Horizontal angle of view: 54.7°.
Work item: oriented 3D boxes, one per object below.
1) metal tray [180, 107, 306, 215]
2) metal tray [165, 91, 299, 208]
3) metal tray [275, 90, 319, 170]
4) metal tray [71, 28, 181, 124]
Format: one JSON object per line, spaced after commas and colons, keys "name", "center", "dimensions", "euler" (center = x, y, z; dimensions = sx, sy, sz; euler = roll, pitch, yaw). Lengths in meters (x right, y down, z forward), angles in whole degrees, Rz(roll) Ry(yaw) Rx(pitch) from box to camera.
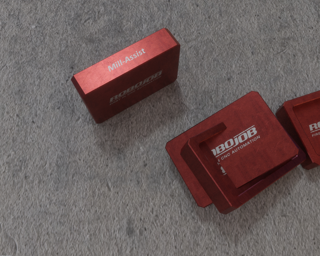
{"name": "metal tray", "center": [0.102, 0.032, 0.374], "dimensions": [0.131, 0.030, 0.090], "euler": [-25, 71, -27]}
{"name": "metal tray", "center": [0.084, 0.027, 0.377], "dimensions": [0.130, 0.030, 0.090], "euler": [-32, 73, 7]}
{"name": "metal tray", "center": [0.234, -0.008, 0.409], "dimensions": [0.131, 0.030, 0.090], "euler": [-18, 71, -7]}
{"name": "metal tray", "center": [-0.038, -0.063, 0.396], "dimensions": [0.131, 0.090, 0.030], "euler": [-31, 73, -11]}
